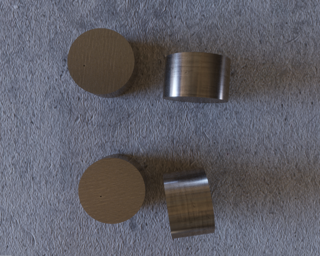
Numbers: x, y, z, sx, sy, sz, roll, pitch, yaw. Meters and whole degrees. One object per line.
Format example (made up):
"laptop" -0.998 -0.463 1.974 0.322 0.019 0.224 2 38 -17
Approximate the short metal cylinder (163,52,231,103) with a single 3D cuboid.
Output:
"short metal cylinder" 0.045 -0.059 0.383 0.080 0.080 0.050 4 90 0

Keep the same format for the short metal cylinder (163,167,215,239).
"short metal cylinder" 0.034 0.092 0.383 0.050 0.080 0.080 -8 90 0

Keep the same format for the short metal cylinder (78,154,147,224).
"short metal cylinder" -0.058 0.075 0.397 0.081 0.050 0.080 0 90 0

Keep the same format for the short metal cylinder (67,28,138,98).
"short metal cylinder" -0.071 -0.080 0.397 0.081 0.050 0.080 0 90 0
